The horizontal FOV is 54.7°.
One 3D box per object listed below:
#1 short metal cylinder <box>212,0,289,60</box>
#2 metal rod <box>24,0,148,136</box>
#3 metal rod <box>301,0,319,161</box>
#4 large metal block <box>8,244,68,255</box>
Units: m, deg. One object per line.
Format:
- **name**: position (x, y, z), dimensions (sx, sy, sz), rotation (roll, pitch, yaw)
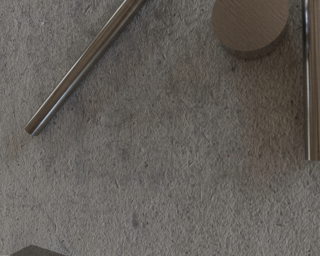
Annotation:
- **short metal cylinder**: position (0.104, -0.123, 0.359), dimensions (0.080, 0.050, 0.079), rotation (0, 90, 20)
- **metal rod**: position (-0.099, -0.103, 0.443), dimensions (0.025, 0.025, 0.299), rotation (46, 104, 14)
- **metal rod**: position (0.173, -0.114, 0.347), dimensions (0.025, 0.025, 0.298), rotation (-1, 90, 20)
- **large metal block**: position (-0.181, 0.231, 0.460), dimensions (0.080, 0.050, 0.079), rotation (8, 93, 19)
